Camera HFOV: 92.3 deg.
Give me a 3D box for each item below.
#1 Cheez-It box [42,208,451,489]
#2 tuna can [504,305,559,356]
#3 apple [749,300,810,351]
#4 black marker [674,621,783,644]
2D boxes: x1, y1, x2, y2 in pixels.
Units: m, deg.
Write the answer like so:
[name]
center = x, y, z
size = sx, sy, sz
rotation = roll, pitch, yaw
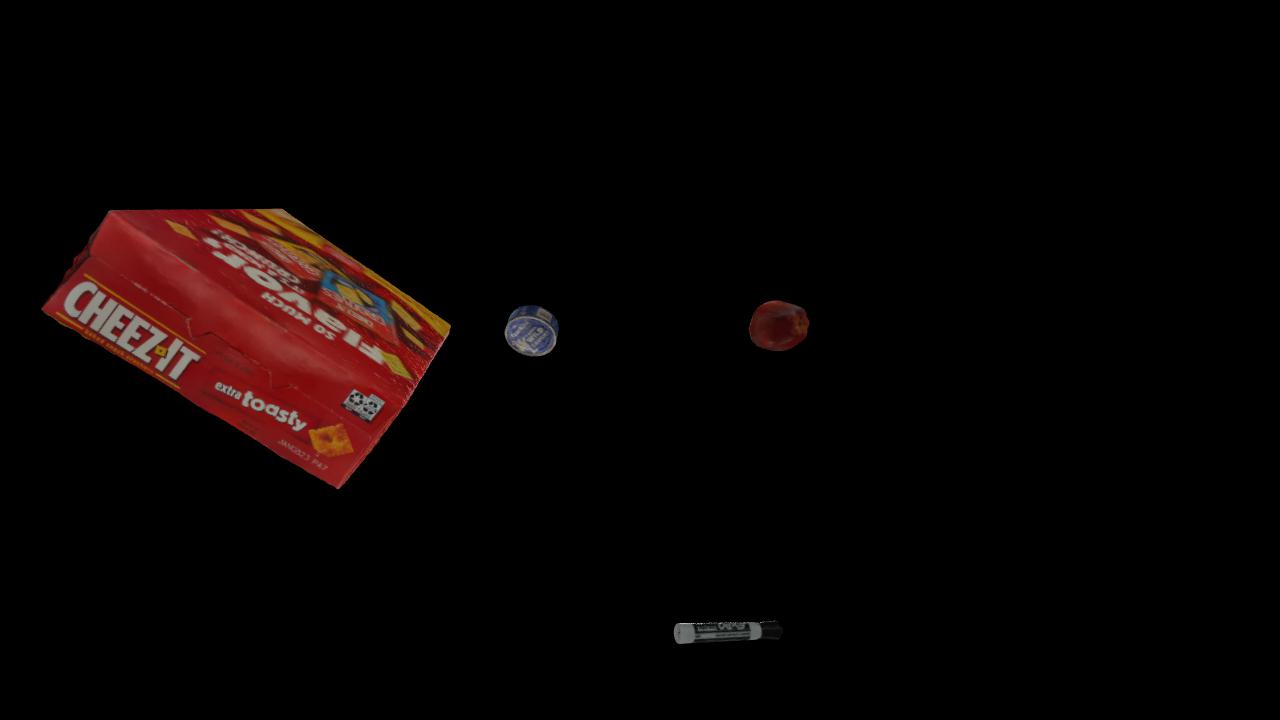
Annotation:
[Cheez-It box]
center = -0.227, -0.026, 0.417
size = 0.166, 0.071, 0.223
rotation = 38, 5, -18
[tuna can]
center = -0.175, -0.048, 0.998
size = 0.084, 0.084, 0.034
rotation = 0, 43, 4
[apple]
center = 0.208, -0.051, 0.931
size = 0.079, 0.079, 0.093
rotation = 0, 2, -37
[black marker]
center = 0.093, 0.279, 0.632
size = 0.121, 0.020, 0.020
rotation = 7, -2, -20
